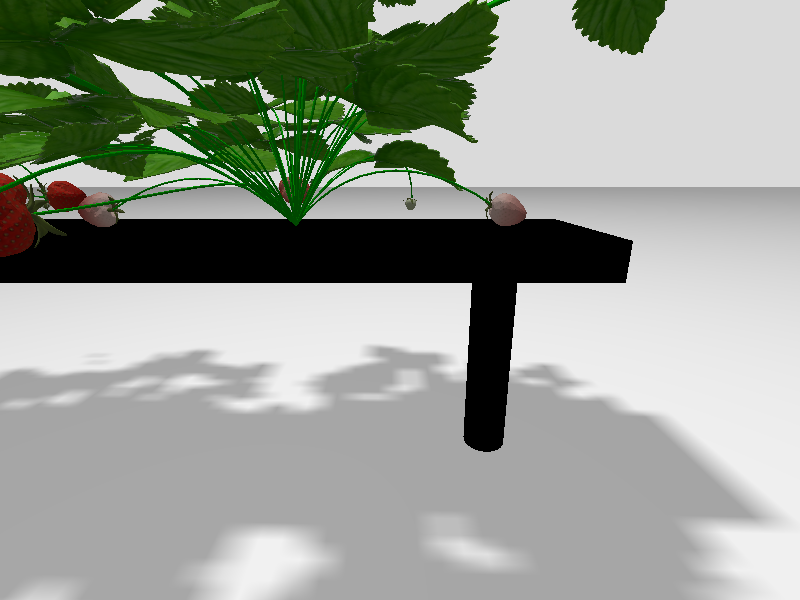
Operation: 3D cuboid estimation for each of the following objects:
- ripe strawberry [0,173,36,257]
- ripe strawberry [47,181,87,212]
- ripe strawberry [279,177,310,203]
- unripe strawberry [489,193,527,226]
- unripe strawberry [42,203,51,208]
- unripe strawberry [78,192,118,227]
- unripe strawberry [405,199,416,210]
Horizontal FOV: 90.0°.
[{"bbox_3d":[-0.213,-0.043,0.202,0.038,0.043,0.041,14,23,38],"label":"ripe strawberry"},{"bbox_3d":[-0.382,-0.119,0.459,0.035,0.035,0.039,-12,21,-36],"label":"ripe strawberry"},{"bbox_3d":[-0.149,-0.155,0.570,0.044,0.039,0.040,-4,5,-13],"label":"ripe strawberry"},{"bbox_3d":[0.087,-0.072,0.324,0.030,0.026,0.030,17,18,1],"label":"unripe strawberry"},{"bbox_3d":[-0.452,-0.122,0.511,0.009,0.010,0.010,9,19,26],"label":"unripe strawberry"},{"bbox_3d":[-0.245,-0.073,0.325,0.026,0.027,0.024,-4,18,-6],"label":"unripe strawberry"},{"bbox_3d":[0.013,-0.115,0.482,0.012,0.013,0.014,12,21,34],"label":"unripe strawberry"}]
